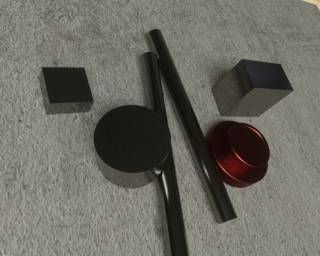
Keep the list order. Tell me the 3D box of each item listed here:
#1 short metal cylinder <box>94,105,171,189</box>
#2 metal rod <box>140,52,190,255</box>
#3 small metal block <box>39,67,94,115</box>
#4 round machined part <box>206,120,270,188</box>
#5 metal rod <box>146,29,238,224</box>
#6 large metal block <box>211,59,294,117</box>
[{"bbox_3d":[-0.031,0.021,0.345,0.081,0.050,0.080,3,61,-6],"label":"short metal cylinder"},{"bbox_3d":[0.003,0.026,0.390,0.025,0.025,0.299,6,59,-26],"label":"metal rod"},{"bbox_3d":[-0.113,-0.045,0.371,0.050,0.025,0.050,-6,65,-31],"label":"small metal block"},{"bbox_3d":[0.114,0.031,0.438,0.099,0.042,0.098,14,56,-21],"label":"round machined part"},{"bbox_3d":[0.037,-0.017,0.435,0.025,0.025,0.299,-6,65,-31],"label":"metal rod"},{"bbox_3d":[0.142,-0.059,0.483,0.081,0.080,0.050,-1,62,-29],"label":"large metal block"}]
